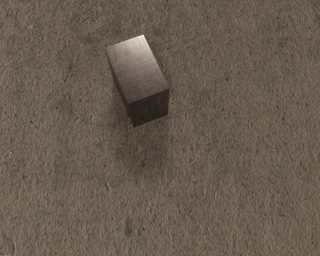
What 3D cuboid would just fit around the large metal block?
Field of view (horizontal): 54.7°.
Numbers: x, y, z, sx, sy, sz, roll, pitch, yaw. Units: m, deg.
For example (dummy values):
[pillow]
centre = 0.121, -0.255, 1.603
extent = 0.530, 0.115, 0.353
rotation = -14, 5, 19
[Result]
[large metal block]
centre = -0.028, -0.057, 0.400
extent = 0.050, 0.080, 0.080
rotation = -22, 72, -8
